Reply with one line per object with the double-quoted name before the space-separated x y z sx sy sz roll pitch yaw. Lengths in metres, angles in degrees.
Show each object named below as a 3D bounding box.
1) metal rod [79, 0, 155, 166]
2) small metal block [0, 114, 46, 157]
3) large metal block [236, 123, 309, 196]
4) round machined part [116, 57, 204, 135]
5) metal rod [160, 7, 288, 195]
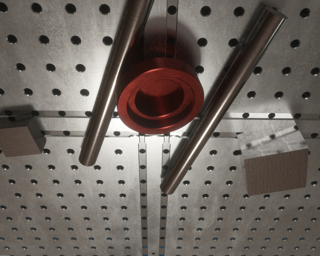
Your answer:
"metal rod" -0.052 -0.060 0.359 0.025 0.025 0.298 16 128 -14
"small metal block" -0.190 0.011 0.418 0.050 0.025 0.050 -6 130 4
"large metal block" 0.157 0.046 0.437 0.080 0.050 0.080 -11 130 9
"round machined part" -0.002 -0.040 0.358 0.099 0.042 0.097 -8 136 -7
"metal rod" 0.065 -0.011 0.403 0.025 0.025 0.298 16 128 -14
